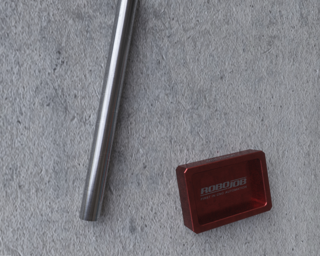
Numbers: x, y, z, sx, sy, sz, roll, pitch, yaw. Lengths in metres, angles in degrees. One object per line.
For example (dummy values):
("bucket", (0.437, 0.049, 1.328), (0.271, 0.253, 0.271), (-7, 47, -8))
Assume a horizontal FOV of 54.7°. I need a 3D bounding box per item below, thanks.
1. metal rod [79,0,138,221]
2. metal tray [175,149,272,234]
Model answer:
("metal rod", (-0.062, -0.037, 0.386), (0.025, 0.025, 0.298), (11, 86, -20))
("metal tray", (0.093, 0.087, 0.442), (0.131, 0.030, 0.089), (-10, 94, -20))
